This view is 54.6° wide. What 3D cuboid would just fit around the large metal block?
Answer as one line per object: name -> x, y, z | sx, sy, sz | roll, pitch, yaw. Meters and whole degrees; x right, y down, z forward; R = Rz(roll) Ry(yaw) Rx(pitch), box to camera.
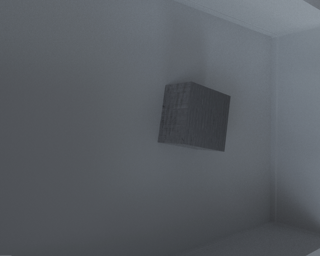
large metal block -> 0.049, -0.013, 0.430 | 0.081, 0.050, 0.080 | 13, 82, -39
